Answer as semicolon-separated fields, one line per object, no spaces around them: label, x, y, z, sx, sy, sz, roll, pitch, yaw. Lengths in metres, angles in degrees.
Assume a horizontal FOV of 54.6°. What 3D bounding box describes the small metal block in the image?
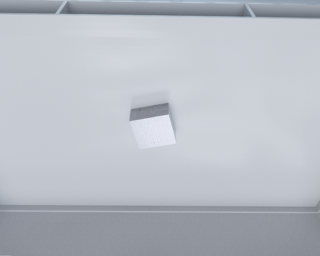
small metal block;-0.008;-0.002;0.407;0.050;0.025;0.050;-10;130;8
